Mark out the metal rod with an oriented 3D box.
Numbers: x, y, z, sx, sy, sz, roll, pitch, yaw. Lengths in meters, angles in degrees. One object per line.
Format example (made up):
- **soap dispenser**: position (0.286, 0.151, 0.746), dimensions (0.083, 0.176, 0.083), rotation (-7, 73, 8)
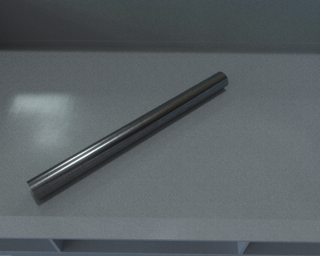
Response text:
- **metal rod**: position (-0.024, -0.002, 0.406), dimensions (0.302, 0.025, 0.025), rotation (-31, 57, -24)
